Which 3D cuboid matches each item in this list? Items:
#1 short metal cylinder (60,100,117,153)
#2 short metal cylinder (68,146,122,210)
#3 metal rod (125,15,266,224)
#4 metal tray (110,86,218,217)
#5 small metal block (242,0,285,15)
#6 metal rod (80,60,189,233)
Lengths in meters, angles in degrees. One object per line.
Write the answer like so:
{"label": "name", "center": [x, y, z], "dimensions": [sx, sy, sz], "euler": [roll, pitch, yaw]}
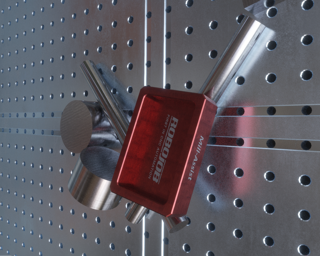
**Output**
{"label": "short metal cylinder", "center": [-0.110, -0.002, 0.481], "dimensions": [0.080, 0.050, 0.079], "euler": [0, 90, 39]}
{"label": "short metal cylinder", "center": [-0.083, 0.069, 0.439], "dimensions": [0.080, 0.081, 0.050], "euler": [41, 115, 32]}
{"label": "metal rod", "center": [0.031, 0.007, 0.381], "dimensions": [0.025, 0.025, 0.298], "euler": [44, 116, 30]}
{"label": "metal tray", "center": [0.002, 0.023, 0.347], "dimensions": [0.090, 0.030, 0.129], "euler": [14, 84, 37]}
{"label": "small metal block", "center": [0.110, -0.154, 0.318], "dimensions": [0.050, 0.025, 0.050], "euler": [-17, 79, 38]}
{"label": "metal rod", "center": [-0.049, 0.005, 0.424], "dimensions": [0.025, 0.025, 0.300], "euler": [-52, 53, 27]}
